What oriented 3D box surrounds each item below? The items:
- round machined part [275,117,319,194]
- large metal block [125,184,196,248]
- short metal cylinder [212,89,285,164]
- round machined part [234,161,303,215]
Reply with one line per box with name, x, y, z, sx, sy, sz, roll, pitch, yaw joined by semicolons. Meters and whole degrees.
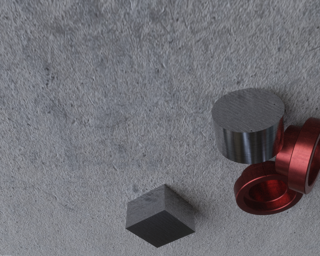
round machined part;0.184;0.033;0.403;0.042;0.098;0.098;17;141;36
large metal block;0.001;0.149;0.518;0.080;0.050;0.080;-32;124;24
short metal cylinder;0.105;-0.003;0.370;0.080;0.080;0.050;-10;129;8
round machined part;0.162;0.088;0.473;0.099;0.042;0.097;-1;130;0
